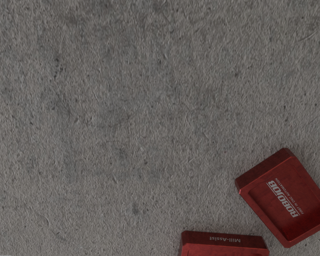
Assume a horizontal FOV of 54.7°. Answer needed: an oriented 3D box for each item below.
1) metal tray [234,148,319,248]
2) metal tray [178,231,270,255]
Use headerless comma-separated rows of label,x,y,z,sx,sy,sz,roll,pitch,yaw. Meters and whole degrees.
metal tray,0.182,0.103,0.446,0.090,0.030,0.130,-37,106,12
metal tray,0.095,0.211,0.485,0.131,0.030,0.089,5,110,-2
